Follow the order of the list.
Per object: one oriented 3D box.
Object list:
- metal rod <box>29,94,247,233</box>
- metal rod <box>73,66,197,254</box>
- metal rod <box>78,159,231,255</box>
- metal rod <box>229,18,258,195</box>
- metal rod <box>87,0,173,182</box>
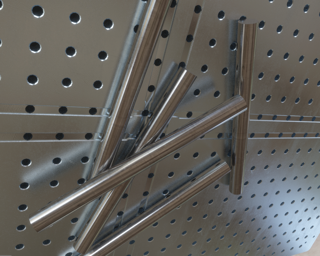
[{"bbox_3d":[-0.019,0.039,0.392,0.301,0.025,0.025,-30,129,-10],"label":"metal rod"},{"bbox_3d":[-0.040,0.053,0.423,0.025,0.025,0.299,22,107,-37],"label":"metal rod"},{"bbox_3d":[-0.017,0.142,0.491,0.301,0.025,0.025,-32,129,-8],"label":"metal rod"},{"bbox_3d":[0.124,-0.012,0.473,0.025,0.025,0.298,-19,126,-18],"label":"metal rod"},{"bbox_3d":[-0.035,-0.050,0.362,0.025,0.025,0.298,8,114,-33],"label":"metal rod"}]
